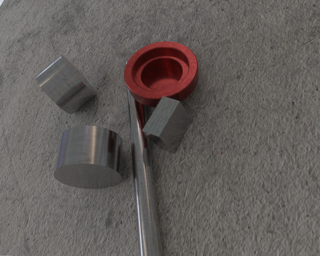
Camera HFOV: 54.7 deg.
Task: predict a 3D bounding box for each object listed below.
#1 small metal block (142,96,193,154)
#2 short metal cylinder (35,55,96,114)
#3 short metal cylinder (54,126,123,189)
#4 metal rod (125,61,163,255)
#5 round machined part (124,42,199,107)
[{"bbox_3d":[0.011,-0.003,0.383,0.025,0.050,0.050,21,73,33],"label":"small metal block"},{"bbox_3d":[-0.146,-0.068,0.487,0.050,0.080,0.080,-40,51,1],"label":"short metal cylinder"},{"bbox_3d":[-0.088,0.039,0.391,0.080,0.080,0.050,-14,56,20],"label":"short metal cylinder"},{"bbox_3d":[-0.025,0.024,0.402,0.025,0.025,0.299,-20,54,16],"label":"metal rod"},{"bbox_3d":[0.004,-0.068,0.423,0.098,0.042,0.098,-5,59,9],"label":"round machined part"}]
